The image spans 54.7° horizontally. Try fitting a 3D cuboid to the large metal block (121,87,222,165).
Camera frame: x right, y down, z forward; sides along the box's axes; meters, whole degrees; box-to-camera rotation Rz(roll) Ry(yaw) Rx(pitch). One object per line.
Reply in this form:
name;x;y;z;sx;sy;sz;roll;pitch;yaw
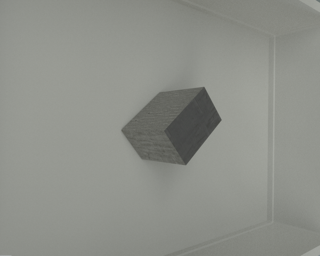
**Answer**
large metal block;0.014;-0.004;0.381;0.080;0.080;0.050;-47;119;-30
